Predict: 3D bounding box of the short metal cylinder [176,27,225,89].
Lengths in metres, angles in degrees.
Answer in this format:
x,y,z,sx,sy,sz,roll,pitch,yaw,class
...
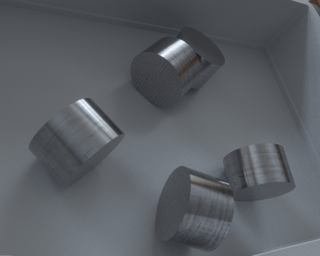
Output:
x,y,z,sx,sy,sz,roll,pitch,yaw,class
0.051,-0.106,0.469,0.080,0.050,0.080,25,39,-22,short metal cylinder

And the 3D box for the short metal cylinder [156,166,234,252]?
x,y,z,sx,sy,sz,roll,pitch,yaw,class
0.035,0.087,0.336,0.050,0.080,0.080,21,54,-16,short metal cylinder

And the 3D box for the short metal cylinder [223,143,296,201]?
x,y,z,sx,sy,sz,roll,pitch,yaw,class
0.127,0.060,0.402,0.081,0.080,0.050,8,59,-24,short metal cylinder

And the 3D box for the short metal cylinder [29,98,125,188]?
x,y,z,sx,sy,sz,roll,pitch,yaw,class
-0.083,0.015,0.316,0.050,0.080,0.080,47,51,4,short metal cylinder

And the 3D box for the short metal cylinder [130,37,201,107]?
x,y,z,sx,sy,sz,roll,pitch,yaw,class
0.007,-0.076,0.421,0.080,0.080,0.050,43,51,1,short metal cylinder
